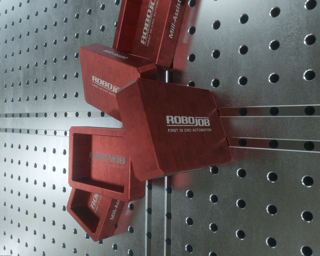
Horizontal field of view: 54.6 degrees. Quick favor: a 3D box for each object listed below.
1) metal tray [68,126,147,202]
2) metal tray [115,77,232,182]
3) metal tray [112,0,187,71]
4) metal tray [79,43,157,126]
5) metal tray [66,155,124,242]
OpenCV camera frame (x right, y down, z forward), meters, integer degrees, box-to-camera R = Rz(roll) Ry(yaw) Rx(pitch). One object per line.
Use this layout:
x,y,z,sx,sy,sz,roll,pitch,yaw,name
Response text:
-0.077,0.045,0.430,0.130,0.030,0.090,3,92,40,metal tray
0.020,0.001,0.325,0.030,0.131,0.090,-24,75,38,metal tray
-0.014,-0.151,0.418,0.090,0.030,0.129,22,104,38,metal tray
-0.061,-0.060,0.436,0.130,0.030,0.089,27,130,36,metal tray
-0.096,0.098,0.487,0.090,0.030,0.129,32,110,35,metal tray
